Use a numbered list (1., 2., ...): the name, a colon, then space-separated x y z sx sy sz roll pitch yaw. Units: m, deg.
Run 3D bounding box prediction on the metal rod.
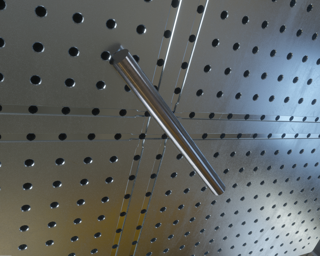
1. metal rod: 0.027 0.013 0.433 0.025 0.025 0.300 -40 129 -1
